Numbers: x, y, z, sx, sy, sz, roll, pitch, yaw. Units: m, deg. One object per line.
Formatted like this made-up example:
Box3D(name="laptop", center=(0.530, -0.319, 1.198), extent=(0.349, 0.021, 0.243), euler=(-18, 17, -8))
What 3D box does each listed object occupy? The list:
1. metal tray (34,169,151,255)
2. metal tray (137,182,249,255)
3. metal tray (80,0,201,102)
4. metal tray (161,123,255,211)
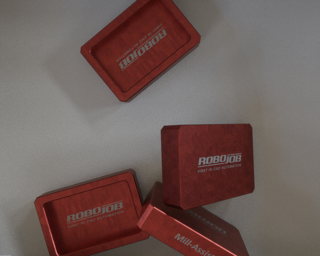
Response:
Box3D(name="metal tray", center=(-0.086, 0.115, 0.407), extent=(0.131, 0.030, 0.090), euler=(-16, 90, -1))
Box3D(name="metal tray", center=(0.040, 0.122, 0.377), extent=(0.130, 0.090, 0.030), euler=(31, 98, -1))
Box3D(name="metal tray", center=(-0.024, -0.106, 0.403), extent=(0.130, 0.030, 0.090), euler=(-39, 91, 4))
Box3D(name="metal tray", center=(0.062, 0.040, 0.372), extent=(0.131, 0.030, 0.089), euler=(-1, 89, -39))
